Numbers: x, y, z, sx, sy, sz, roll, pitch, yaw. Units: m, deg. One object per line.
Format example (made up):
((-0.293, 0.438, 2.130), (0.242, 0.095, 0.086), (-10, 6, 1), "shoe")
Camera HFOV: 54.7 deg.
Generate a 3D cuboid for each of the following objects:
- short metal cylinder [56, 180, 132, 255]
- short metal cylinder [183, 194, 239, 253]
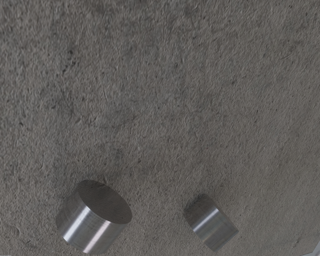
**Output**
((-0.083, 0.112, 0.395), (0.080, 0.080, 0.050), (28, 103, -38), "short metal cylinder")
((0.084, 0.156, 0.514), (0.050, 0.080, 0.080), (-43, 129, 1), "short metal cylinder")
